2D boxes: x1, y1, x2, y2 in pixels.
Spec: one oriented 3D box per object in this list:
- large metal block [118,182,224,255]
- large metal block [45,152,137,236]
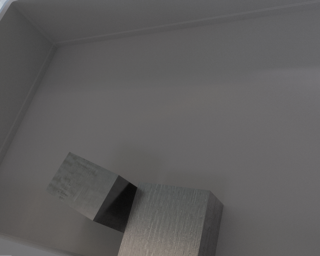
[{"bbox_3d":[0.013,0.106,0.318,0.080,0.050,0.080,1,62,29],"label":"large metal block"},{"bbox_3d":[-0.068,0.077,0.359,0.080,0.080,0.050,18,71,35],"label":"large metal block"}]
